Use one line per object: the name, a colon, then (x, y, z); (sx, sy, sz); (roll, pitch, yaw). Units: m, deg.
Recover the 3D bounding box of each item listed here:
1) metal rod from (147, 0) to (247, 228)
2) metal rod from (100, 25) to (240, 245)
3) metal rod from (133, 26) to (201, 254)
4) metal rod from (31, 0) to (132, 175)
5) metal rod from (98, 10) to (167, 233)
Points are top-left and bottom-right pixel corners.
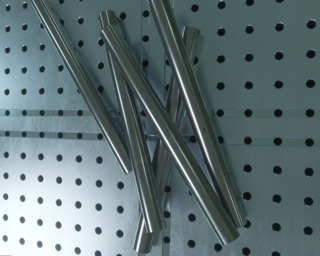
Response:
metal rod: (0.044, -0.023, 0.376); (0.025, 0.025, 0.298); (-19, 91, 19)
metal rod: (0.007, 0.001, 0.381); (0.025, 0.025, 0.299); (-33, 81, 17)
metal rod: (0.008, 0.019, 0.408); (0.025, 0.025, 0.298); (14, 95, 19)
metal rod: (-0.111, -0.069, 0.450); (0.025, 0.025, 0.299); (-33, 80, 17)
metal rod: (-0.039, -0.017, 0.408); (0.025, 0.025, 0.299); (-18, 78, 19)
